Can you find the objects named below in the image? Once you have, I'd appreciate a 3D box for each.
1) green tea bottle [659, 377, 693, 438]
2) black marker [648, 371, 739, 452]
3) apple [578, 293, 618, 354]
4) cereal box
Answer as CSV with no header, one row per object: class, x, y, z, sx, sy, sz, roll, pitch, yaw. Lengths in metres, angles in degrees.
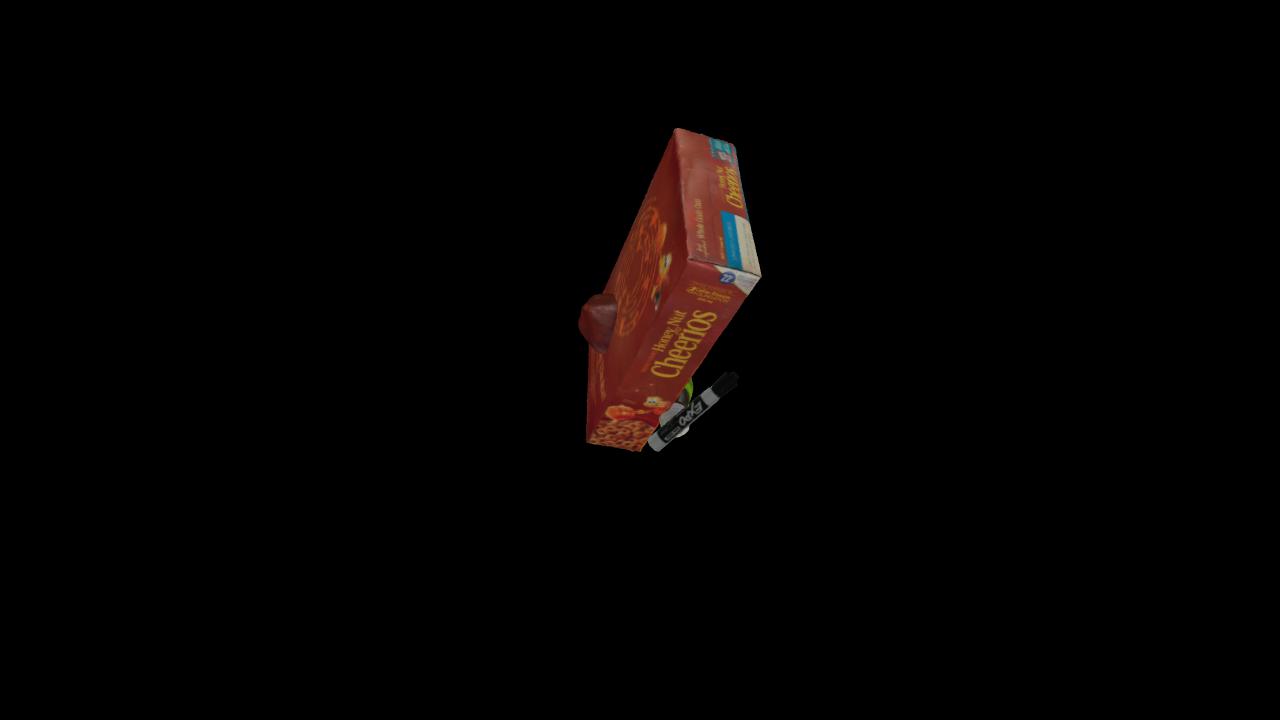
green tea bottle,0.022,0.006,0.740,0.073,0.073,0.212,0,38,-14
black marker,0.056,0.053,0.641,0.121,0.020,0.020,-43,-18,21
apple,-0.024,-0.038,0.708,0.093,0.079,0.079,19,7,22
cereal box,0.019,-0.063,0.673,0.081,0.203,0.306,12,-42,-17
